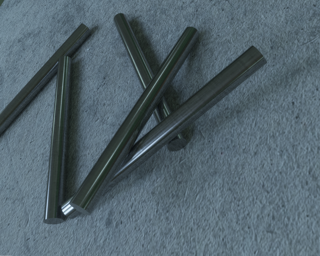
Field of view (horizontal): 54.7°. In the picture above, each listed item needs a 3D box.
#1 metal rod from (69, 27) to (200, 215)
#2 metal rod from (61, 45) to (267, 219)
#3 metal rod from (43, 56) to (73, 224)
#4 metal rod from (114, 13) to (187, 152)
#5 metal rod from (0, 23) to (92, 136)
[{"bbox_3d":[-0.017,-0.030,0.392,0.025,0.025,0.301,9,54,32],"label":"metal rod"},{"bbox_3d":[-0.005,0.013,0.368,0.300,0.025,0.025,-40,51,13],"label":"metal rod"},{"bbox_3d":[-0.156,-0.001,0.486,0.025,0.025,0.299,-20,54,16],"label":"metal rod"},{"bbox_3d":[-0.025,-0.088,0.471,0.025,0.025,0.300,-30,52,9],"label":"metal rod"},{"bbox_3d":[-0.234,-0.076,0.573,0.025,0.025,0.300,32,79,38],"label":"metal rod"}]
